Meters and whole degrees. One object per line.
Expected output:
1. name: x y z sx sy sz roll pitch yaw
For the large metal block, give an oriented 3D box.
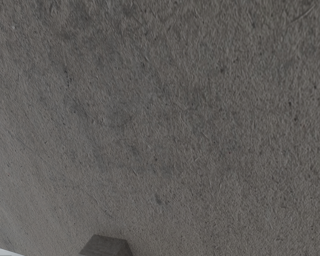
1. large metal block: -0.099 0.261 0.604 0.080 0.050 0.080 -3 117 29
